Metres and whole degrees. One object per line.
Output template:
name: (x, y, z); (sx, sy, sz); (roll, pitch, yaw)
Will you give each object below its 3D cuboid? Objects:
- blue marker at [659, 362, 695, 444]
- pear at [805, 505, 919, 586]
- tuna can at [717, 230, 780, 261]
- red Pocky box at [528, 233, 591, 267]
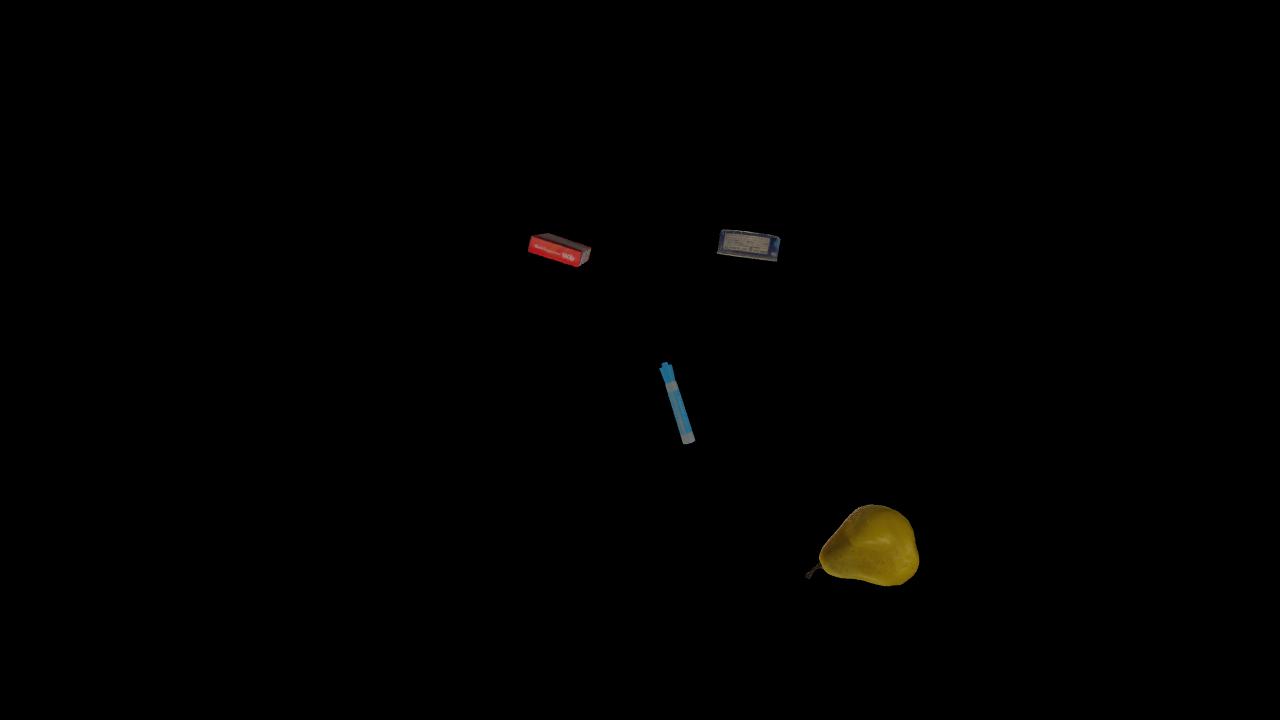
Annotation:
blue marker: (0.053, 0.061, 0.879); (0.020, 0.121, 0.020); (-18, 6, 2)
pear: (0.220, 0.191, 0.625); (0.111, 0.080, 0.080); (-11, -2, 9)
tuna can: (0.150, -0.158, 0.848); (0.084, 0.034, 0.084); (8, 9, -1)
red Pocky box: (-0.127, -0.179, 0.996); (0.083, 0.028, 0.155); (19, 13, -3)
